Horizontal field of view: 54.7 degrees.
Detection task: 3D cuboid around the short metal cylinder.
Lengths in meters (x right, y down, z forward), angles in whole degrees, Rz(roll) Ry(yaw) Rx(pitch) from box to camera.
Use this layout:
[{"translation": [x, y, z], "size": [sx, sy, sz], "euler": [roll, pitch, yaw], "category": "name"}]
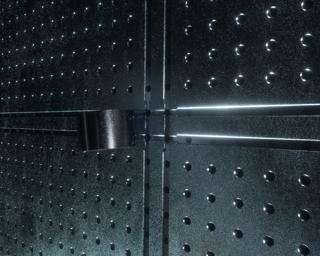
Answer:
[{"translation": [-0.074, 0.005, 0.432], "size": [0.080, 0.081, 0.050], "euler": [-8, 85, 39], "category": "short metal cylinder"}]
